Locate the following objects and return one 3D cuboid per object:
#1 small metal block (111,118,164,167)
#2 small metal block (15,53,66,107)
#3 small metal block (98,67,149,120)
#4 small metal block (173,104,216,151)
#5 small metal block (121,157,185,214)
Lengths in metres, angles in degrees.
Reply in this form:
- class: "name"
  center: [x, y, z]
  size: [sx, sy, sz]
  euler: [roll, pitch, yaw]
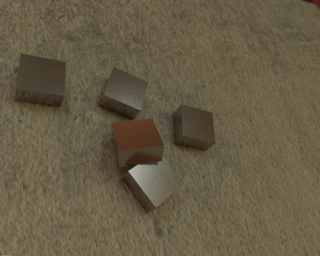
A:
- class: "small metal block"
  center: [-0.027, 0.016, 0.362]
  size: [0.050, 0.025, 0.050]
  euler: [-6, 40, -16]
- class: "small metal block"
  center: [-0.139, -0.055, 0.363]
  size: [0.050, 0.025, 0.050]
  euler: [7, 59, -25]
- class: "small metal block"
  center: [-0.047, -0.045, 0.407]
  size: [0.050, 0.025, 0.050]
  euler: [23, 53, -15]
- class: "small metal block"
  center: [0.047, 0.000, 0.431]
  size: [0.050, 0.025, 0.050]
  euler: [13, 56, -21]
- class: "small metal block"
  center: [-0.008, 0.062, 0.363]
  size: [0.050, 0.025, 0.050]
  euler: [-32, 80, -38]
